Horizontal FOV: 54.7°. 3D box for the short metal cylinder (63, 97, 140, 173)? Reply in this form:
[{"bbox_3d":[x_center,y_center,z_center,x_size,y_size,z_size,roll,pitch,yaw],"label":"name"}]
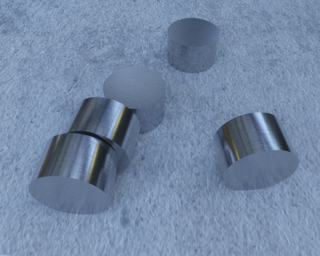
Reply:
[{"bbox_3d":[-0.068,0.010,0.358,0.080,0.080,0.050,9,51,7],"label":"short metal cylinder"}]

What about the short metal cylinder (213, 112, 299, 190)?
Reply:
[{"bbox_3d":[0.105,0.028,0.346,0.081,0.080,0.050,-4,50,-4],"label":"short metal cylinder"}]

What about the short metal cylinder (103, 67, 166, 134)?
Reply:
[{"bbox_3d":[-0.033,-0.038,0.419,0.081,0.050,0.080,0,50,0],"label":"short metal cylinder"}]

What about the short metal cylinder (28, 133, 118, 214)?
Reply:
[{"bbox_3d":[-0.088,0.050,0.325,0.080,0.080,0.050,4,50,3],"label":"short metal cylinder"}]

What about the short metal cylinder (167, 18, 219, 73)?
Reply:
[{"bbox_3d":[0.052,-0.134,0.500,0.081,0.050,0.080,0,50,0],"label":"short metal cylinder"}]
